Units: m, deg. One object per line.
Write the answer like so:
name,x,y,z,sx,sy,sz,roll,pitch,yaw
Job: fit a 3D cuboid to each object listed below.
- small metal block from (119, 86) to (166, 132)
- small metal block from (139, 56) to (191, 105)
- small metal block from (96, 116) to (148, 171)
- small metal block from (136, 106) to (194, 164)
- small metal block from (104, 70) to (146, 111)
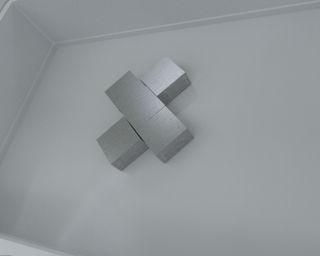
small metal block,-0.020,-0.022,0.426,0.050,0.025,0.050,-41,51,0
small metal block,0.007,-0.067,0.441,0.050,0.025,0.050,-40,51,-1
small metal block,-0.051,0.021,0.418,0.050,0.025,0.050,-41,51,1
small metal block,0.006,0.008,0.395,0.050,0.025,0.050,-41,51,0
small metal block,-0.046,-0.050,0.458,0.050,0.025,0.050,-41,51,0
